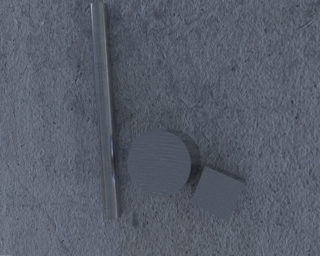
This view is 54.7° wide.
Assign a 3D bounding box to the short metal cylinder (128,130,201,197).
[{"bbox_3d":[0.006,0.042,0.393,0.080,0.050,0.079,0,90,20],"label":"short metal cylinder"}]

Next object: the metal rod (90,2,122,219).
[{"bbox_3d":[-0.076,-0.025,0.435,0.025,0.025,0.298,-5,88,20],"label":"metal rod"}]

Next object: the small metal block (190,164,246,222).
[{"bbox_3d":[0.072,0.079,0.383,0.050,0.025,0.050,23,98,18],"label":"small metal block"}]
